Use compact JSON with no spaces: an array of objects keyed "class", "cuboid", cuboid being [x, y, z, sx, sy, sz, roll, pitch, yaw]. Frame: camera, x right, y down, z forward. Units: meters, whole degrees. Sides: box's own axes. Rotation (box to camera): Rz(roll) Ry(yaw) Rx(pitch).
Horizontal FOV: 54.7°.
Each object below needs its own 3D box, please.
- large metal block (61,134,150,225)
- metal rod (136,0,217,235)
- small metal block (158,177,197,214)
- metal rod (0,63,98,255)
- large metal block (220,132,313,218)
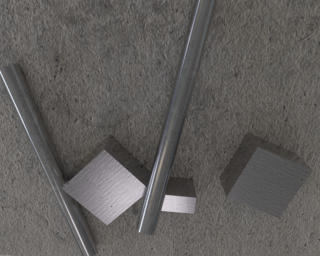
[{"class":"large metal block","cuboid":[-0.070,0.070,0.422,0.080,0.050,0.080,-42,105,13]},{"class":"metal rod","cuboid":[0.019,-0.013,0.375,0.025,0.025,0.298,14,98,-5]},{"class":"small metal block","cuboid":[0.021,0.091,0.430,0.050,0.050,0.025,6,110,-3]},{"class":"metal rod","cuboid":[-0.148,0.059,0.429,0.025,0.025,0.298,-15,110,5]},{"class":"large metal block","cuboid":[0.140,0.063,0.421,0.080,0.050,0.080,23,108,-9]}]
